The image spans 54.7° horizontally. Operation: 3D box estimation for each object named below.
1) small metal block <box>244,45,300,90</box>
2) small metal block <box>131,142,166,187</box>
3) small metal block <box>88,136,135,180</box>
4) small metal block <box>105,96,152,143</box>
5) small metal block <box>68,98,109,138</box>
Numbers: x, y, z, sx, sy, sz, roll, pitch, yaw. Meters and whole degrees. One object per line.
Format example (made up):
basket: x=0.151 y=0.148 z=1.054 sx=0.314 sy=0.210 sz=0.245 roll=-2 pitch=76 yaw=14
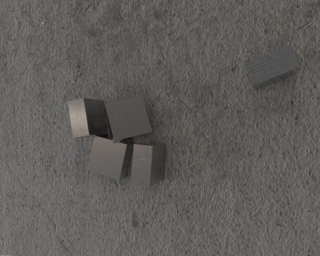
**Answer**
small metal block: x=0.126 y=-0.066 z=0.351 sx=0.050 sy=0.050 sz=0.025 roll=-21 pitch=83 yaw=19
small metal block: x=-0.014 y=0.045 z=0.400 sx=0.025 sy=0.050 sz=0.050 roll=5 pitch=92 yaw=20
small metal block: x=-0.068 y=0.040 z=0.433 sx=0.050 sy=0.025 sz=0.050 roll=14 pitch=95 yaw=19
small metal block: x=-0.043 y=-0.011 z=0.411 sx=0.050 sy=0.025 sz=0.050 roll=-14 pitch=82 yaw=-14
small metal block: x=-0.099 y=-0.013 z=0.431 sx=0.025 sy=0.050 sz=0.050 roll=-11 pitch=86 yaw=20
